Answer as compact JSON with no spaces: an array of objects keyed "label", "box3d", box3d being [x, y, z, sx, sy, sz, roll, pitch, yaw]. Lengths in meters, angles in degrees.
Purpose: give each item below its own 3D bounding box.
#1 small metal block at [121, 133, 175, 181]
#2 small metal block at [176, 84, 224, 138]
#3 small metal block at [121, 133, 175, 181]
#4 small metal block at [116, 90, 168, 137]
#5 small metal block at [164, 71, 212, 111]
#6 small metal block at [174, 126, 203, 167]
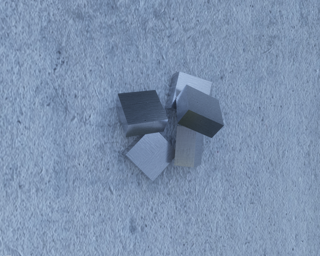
[{"label":"small metal block","box3d":[-0.013,0.033,0.407,0.050,0.025,0.050,-47,105,-14]},{"label":"small metal block","box3d":[0.049,-0.021,0.389,0.050,0.025,0.050,23,39,-19]},{"label":"small metal block","box3d":[-0.013,0.033,0.407,0.050,0.025,0.050,-47,105,-14]},{"label":"small metal block","box3d":[-0.024,-0.019,0.389,0.050,0.025,0.050,-8,55,-21]},{"label":"small metal block","box3d":[0.039,-0.045,0.426,0.050,0.025,0.050,15,85,-20]},{"label":"small metal block","box3d":[0.039,0.024,0.410,0.025,0.050,0.050,4,88,18]}]
